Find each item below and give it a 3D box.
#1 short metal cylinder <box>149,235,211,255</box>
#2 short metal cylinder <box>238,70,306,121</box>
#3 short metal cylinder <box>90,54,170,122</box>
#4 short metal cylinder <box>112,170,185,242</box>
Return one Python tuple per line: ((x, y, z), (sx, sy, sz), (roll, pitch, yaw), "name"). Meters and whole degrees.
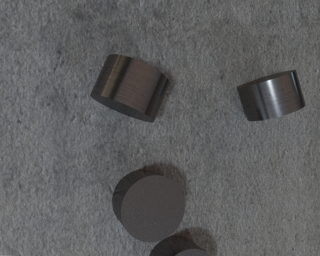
((0.028, 0.190, 0.408), (0.081, 0.050, 0.079), (0, 90, -21), "short metal cylinder")
((0.157, -0.046, 0.440), (0.081, 0.080, 0.050), (-21, 97, -19), "short metal cylinder")
((-0.035, -0.045, 0.368), (0.080, 0.080, 0.050), (24, 82, -19), "short metal cylinder")
((-0.015, 0.096, 0.391), (0.081, 0.050, 0.079), (0, 90, -21), "short metal cylinder")
